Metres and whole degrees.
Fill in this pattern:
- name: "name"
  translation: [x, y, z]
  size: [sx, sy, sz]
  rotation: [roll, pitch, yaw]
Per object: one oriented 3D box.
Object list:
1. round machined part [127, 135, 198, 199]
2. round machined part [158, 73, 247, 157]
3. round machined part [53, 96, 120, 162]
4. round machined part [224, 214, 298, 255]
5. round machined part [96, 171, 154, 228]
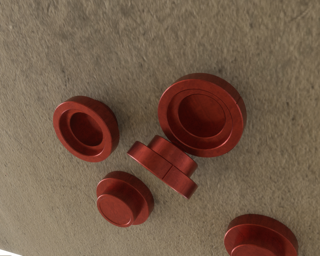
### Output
- name: "round machined part"
  translation: [0.009, 0.045, 0.396]
  size: [0.098, 0.042, 0.098]
  rotation: [36, 172, 7]
- name: "round machined part"
  translation: [0.051, -0.018, 0.357]
  size: [0.098, 0.042, 0.097]
  rotation: [13, 124, 20]
- name: "round machined part"
  translation: [-0.100, -0.002, 0.445]
  size: [0.098, 0.042, 0.097]
  rotation: [13, 124, 20]
- name: "round machined part"
  translation: [0.137, 0.171, 0.429]
  size: [0.098, 0.042, 0.097]
  rotation: [13, 124, 20]
- name: "round machined part"
  translation: [-0.063, 0.122, 0.502]
  size: [0.098, 0.042, 0.097]
  rotation: [13, 124, 20]
